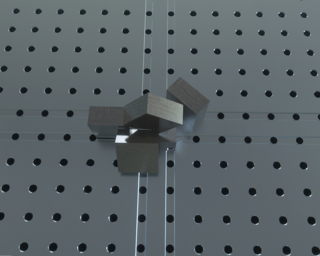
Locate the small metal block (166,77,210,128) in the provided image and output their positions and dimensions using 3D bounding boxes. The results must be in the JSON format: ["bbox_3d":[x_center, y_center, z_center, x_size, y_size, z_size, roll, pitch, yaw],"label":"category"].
[{"bbox_3d":[0.035,-0.032,0.411,0.050,0.050,0.025,41,75,13],"label":"small metal block"}]

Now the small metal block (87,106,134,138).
[{"bbox_3d":[-0.062,-0.006,0.400,0.050,0.050,0.025,1,71,1],"label":"small metal block"}]

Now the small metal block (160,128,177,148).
[{"bbox_3d":[-0.004,-0.001,0.412,0.050,0.025,0.050,2,70,0],"label":"small metal block"}]

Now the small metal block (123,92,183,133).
[{"bbox_3d":[-0.008,-0.015,0.367,0.050,0.050,0.025,16,66,-34],"label":"small metal block"}]

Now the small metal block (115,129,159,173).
[{"bbox_3d":[-0.027,0.029,0.385,0.050,0.050,0.025,1,38,0],"label":"small metal block"}]
